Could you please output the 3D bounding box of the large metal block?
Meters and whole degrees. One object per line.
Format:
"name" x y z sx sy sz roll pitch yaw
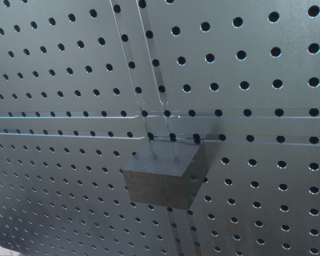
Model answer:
"large metal block" 0.010 0.055 0.405 0.080 0.080 0.050 2 119 27
